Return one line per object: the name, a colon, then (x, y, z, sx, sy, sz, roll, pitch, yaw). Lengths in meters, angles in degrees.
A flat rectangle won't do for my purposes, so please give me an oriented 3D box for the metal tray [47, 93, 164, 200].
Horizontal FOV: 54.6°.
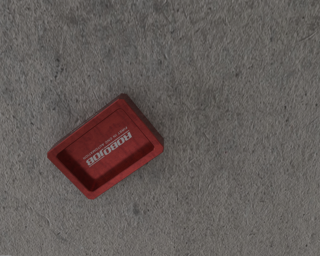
metal tray: (-0.071, 0.027, 0.416, 0.130, 0.030, 0.090, -35, 107, 12)
